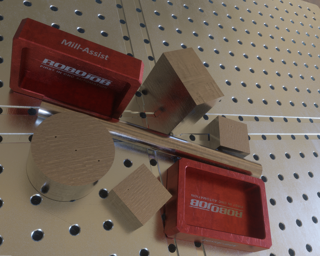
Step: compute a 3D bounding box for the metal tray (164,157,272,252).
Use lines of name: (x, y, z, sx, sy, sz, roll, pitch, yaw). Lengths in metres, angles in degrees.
metal tray: (0.073, 0.096, 0.384, 0.131, 0.030, 0.090, 17, 55, -19)

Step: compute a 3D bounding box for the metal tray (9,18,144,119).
metal tray: (-0.095, -0.059, 0.350, 0.131, 0.090, 0.030, 17, 55, -19)

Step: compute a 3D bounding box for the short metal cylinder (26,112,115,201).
short metal cylinder: (-0.093, 0.030, 0.322, 0.081, 0.050, 0.080, 14, 56, -21)

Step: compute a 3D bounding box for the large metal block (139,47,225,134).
large metal block: (0.026, -0.048, 0.418, 0.050, 0.080, 0.080, -20, 73, -36)

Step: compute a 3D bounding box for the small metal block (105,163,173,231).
small metal block: (-0.023, 0.077, 0.349, 0.050, 0.025, 0.050, 48, 51, 5)

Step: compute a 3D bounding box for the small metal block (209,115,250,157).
small metal block: (0.101, 0.015, 0.453, 0.050, 0.025, 0.050, 16, 55, -19)

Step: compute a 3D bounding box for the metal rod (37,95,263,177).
metal rod: (0.002, 0.019, 0.397, 0.302, 0.025, 0.025, 18, 55, -18)
